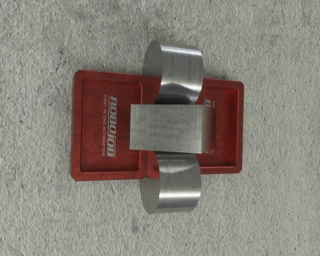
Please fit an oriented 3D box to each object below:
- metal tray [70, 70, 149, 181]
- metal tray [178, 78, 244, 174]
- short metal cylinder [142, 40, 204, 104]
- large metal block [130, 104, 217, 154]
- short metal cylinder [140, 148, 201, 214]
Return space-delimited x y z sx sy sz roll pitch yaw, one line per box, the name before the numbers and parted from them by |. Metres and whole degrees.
metal tray | -0.062 -0.002 0.385 0.091 0.030 0.129 2 90 -20
metal tray | 0.070 -0.002 0.434 0.091 0.030 0.129 2 90 -20
short metal cylinder | 0.013 -0.065 0.386 0.050 0.080 0.080 2 90 -20
large metal block | 0.019 0.000 0.366 0.080 0.080 0.050 2 90 20
short metal cylinder | 0.010 0.065 0.385 0.050 0.080 0.080 2 90 -20
